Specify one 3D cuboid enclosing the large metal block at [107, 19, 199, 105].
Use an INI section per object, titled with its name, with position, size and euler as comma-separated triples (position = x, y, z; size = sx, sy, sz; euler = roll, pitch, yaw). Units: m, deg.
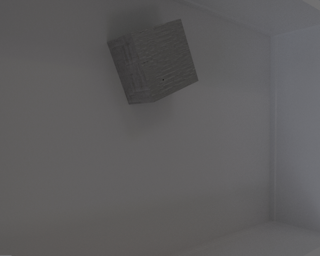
[large metal block]
position = -0.007, -0.082, 0.384
size = 0.081, 0.050, 0.080
euler = -30, 109, -36
